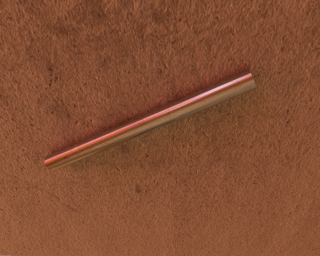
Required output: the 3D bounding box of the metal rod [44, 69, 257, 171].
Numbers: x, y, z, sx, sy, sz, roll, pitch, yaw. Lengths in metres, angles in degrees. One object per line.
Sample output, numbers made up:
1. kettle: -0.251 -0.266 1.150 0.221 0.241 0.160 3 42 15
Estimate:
1. metal rod: -0.025 -0.003 0.403 0.300 0.025 0.025 -22 127 17
